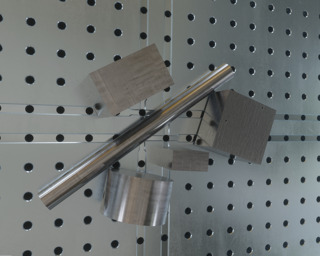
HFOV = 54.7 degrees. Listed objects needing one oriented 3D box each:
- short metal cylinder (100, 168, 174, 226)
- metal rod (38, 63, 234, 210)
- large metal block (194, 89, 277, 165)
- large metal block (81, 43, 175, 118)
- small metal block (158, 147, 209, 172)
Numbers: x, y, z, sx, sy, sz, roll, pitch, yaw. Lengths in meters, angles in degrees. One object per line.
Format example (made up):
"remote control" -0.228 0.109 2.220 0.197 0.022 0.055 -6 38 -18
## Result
"short metal cylinder" -0.028 0.081 0.373 0.081 0.080 0.050 12 86 -20
"metal rod" -0.019 0.002 0.406 0.301 0.025 0.025 -36 102 -17
"large metal block" 0.106 0.000 0.437 0.080 0.050 0.080 21 83 -19
"large metal block" -0.042 -0.053 0.369 0.080 0.080 0.050 -30 100 -18
"small metal block" 0.030 0.041 0.412 0.050 0.050 0.025 5 88 -20
